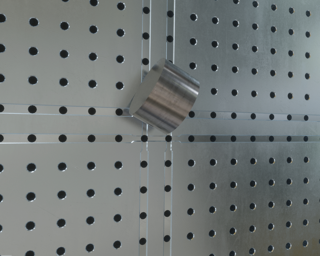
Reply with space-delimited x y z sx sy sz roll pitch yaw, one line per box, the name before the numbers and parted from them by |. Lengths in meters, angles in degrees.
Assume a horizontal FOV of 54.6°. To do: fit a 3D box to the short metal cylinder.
short metal cylinder | 0.004 -0.039 0.385 0.050 0.080 0.080 30 80 -18
